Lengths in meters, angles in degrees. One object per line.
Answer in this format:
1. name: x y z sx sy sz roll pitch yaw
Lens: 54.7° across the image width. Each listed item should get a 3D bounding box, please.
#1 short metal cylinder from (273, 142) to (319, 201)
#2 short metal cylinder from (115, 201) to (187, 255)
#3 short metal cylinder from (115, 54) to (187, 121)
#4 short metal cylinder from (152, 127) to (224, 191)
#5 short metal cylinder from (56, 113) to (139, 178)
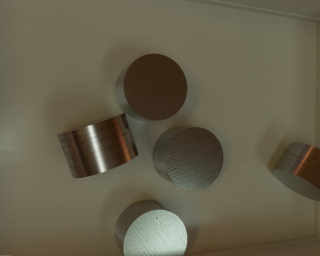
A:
1. short metal cylinder: 0.219 0.065 0.462 0.080 0.080 0.050 40 78 -16
2. short metal cylinder: -0.013 0.137 0.393 0.081 0.050 0.080 0 90 -20
3. short metal cylinder: -0.012 -0.049 0.392 0.081 0.050 0.080 0 90 -20
4. short metal cylinder: 0.036 0.038 0.410 0.081 0.050 0.080 0 90 -20
5. short metal cylinder: -0.070 0.018 0.355 0.081 0.080 0.050 -20 97 -19
